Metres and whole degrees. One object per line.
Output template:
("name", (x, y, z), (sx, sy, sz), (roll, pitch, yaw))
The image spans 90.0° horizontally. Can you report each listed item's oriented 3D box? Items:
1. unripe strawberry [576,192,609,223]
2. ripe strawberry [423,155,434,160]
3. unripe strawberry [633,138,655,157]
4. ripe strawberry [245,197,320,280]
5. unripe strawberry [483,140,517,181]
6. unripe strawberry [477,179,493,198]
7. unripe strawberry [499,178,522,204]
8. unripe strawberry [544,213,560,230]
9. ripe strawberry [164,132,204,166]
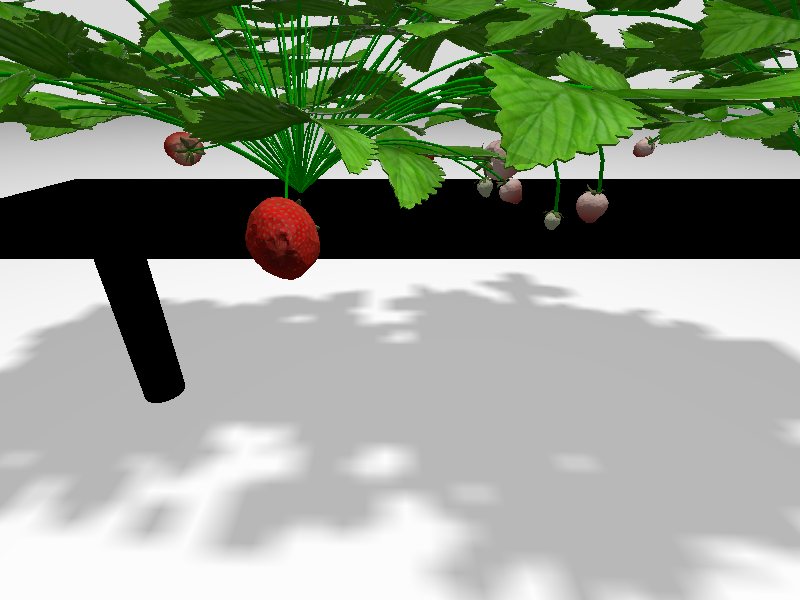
("unripe strawberry", (0.127, -0.061, 0.267), (0.019, 0.020, 0.018), (10, 29, 19))
("ripe strawberry", (0.026, -0.155, 0.436), (0.027, 0.028, 0.024), (-23, 35, -39))
("unripe strawberry", (0.326, -0.203, 0.536), (0.026, 0.023, 0.026), (-5, -13, -9))
("ripe strawberry", (-0.051, -0.026, 0.174), (0.032, 0.036, 0.034), (-5, 28, -9))
("unripe strawberry", (0.101, -0.134, 0.385), (0.038, 0.037, 0.042), (-7, 28, -15))
("unripe strawberry", (0.071, -0.092, 0.331), (0.013, 0.015, 0.015), (-12, 25, 11))
("unripe strawberry", (0.087, -0.083, 0.310), (0.019, 0.019, 0.018), (-39, 13, 27))
("unripe strawberry", (0.095, -0.049, 0.249), (0.010, 0.011, 0.011), (15, 31, 27))
("ripe strawberry", (-0.253, -0.177, 0.468), (0.038, 0.037, 0.041), (21, 34, 36))
